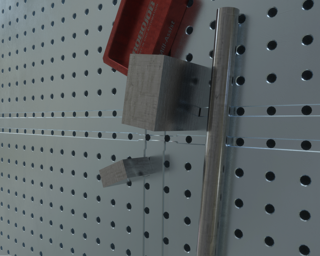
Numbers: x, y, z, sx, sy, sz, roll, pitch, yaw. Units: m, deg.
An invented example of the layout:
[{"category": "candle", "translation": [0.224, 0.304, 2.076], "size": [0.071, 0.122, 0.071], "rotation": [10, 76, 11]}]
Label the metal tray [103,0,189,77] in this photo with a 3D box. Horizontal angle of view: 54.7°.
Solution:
[{"category": "metal tray", "translation": [-0.023, -0.134, 0.422], "size": [0.090, 0.030, 0.129], "rotation": [34, 111, 34]}]

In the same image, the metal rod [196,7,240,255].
[{"category": "metal rod", "translation": [0.065, 0.017, 0.354], "size": [0.025, 0.025, 0.298], "rotation": [7, 95, 39]}]

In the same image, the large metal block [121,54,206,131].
[{"category": "large metal block", "translation": [0.006, -0.040, 0.367], "size": [0.050, 0.081, 0.079], "rotation": [13, 98, 39]}]

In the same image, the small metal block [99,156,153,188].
[{"category": "small metal block", "translation": [-0.047, 0.061, 0.429], "size": [0.050, 0.050, 0.025], "rotation": [-27, 74, 36]}]
